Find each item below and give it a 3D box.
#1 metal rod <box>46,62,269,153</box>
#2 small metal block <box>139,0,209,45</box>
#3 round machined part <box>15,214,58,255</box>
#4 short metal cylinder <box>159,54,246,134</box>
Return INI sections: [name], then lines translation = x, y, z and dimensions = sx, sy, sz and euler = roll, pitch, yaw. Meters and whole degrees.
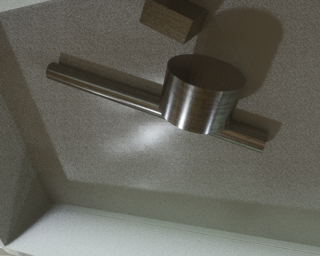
[metal rod]
translation = -0.016, -0.032, 0.395
dimensions = 0.301, 0.025, 0.025
euler = 20, 126, 16
[small metal block]
translation = 0.015, -0.113, 0.314
dimensions = 0.050, 0.050, 0.025
euler = 30, 128, 9
[round machined part]
translation = -0.264, 0.229, 0.677
dimensions = 0.098, 0.042, 0.097
euler = 13, 124, 20
[short metal cylinder]
translation = 0.043, -0.038, 0.326
dimensions = 0.080, 0.080, 0.050
euler = 23, 127, 14
